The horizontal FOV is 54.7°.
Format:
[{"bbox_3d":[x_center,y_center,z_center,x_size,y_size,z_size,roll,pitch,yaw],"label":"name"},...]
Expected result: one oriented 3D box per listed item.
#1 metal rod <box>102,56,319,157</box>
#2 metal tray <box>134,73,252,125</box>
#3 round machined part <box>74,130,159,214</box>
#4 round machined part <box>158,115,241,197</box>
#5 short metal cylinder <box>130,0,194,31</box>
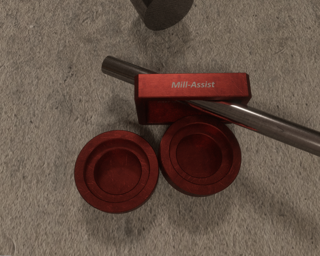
[{"bbox_3d":[0.063,-0.028,0.363,0.301,0.025,0.025,23,71,17],"label":"metal rod"},{"bbox_3d":[0.037,-0.033,0.386,0.131,0.090,0.030,-1,71,-1],"label":"metal tray"},{"bbox_3d":[-0.050,0.055,0.378,0.099,0.042,0.098,0,70,0],"label":"round machined part"},{"bbox_3d":[0.046,0.036,0.382,0.099,0.042,0.098,3,69,-7],"label":"round machined part"},{"bbox_3d":[0.002,-0.189,0.448,0.080,0.080,0.050,-26,72,-9],"label":"short metal cylinder"}]
